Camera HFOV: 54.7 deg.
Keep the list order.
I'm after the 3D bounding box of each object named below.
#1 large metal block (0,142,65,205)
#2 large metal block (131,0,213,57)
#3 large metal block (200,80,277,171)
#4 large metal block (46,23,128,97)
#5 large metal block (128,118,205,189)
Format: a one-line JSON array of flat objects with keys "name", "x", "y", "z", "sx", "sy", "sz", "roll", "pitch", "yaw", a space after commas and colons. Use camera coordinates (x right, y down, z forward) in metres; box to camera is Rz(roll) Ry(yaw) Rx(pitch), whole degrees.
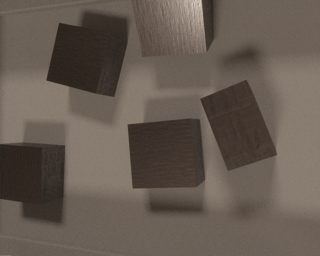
[{"name": "large metal block", "x": -0.193, "y": 0.065, "z": 0.463, "sx": 0.080, "sy": 0.050, "sz": 0.079, "roll": 2, "pitch": 91, "yaw": 19}, {"name": "large metal block", "x": 0.017, "y": -0.135, "z": 0.372, "sx": 0.080, "sy": 0.050, "sz": 0.079, "roll": 1, "pitch": 122, "yaw": 19}, {"name": "large metal block", "x": 0.091, "y": -0.002, "z": 0.349, "sx": 0.050, "sy": 0.080, "sz": 0.080, "roll": -22, "pitch": 83, "yaw": 18}, {"name": "large metal block", "x": -0.101, "y": -0.093, "z": 0.431, "sx": 0.080, "sy": 0.050, "sz": 0.079, "roll": 16, "pitch": 95, "yaw": 19}, {"name": "large metal block", "x": 0.009, "y": 0.032, "z": 0.393, "sx": 0.080, "sy": 0.050, "sz": 0.080, "roll": -5, "pitch": 88, "yaw": 19}]
